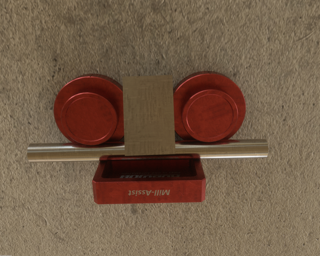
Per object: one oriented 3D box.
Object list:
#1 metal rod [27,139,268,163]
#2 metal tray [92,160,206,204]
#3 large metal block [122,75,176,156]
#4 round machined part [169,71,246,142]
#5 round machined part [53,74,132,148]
[{"bbox_3d":[-0.015,0.029,0.400,0.302,0.025,0.025,-1,110,0],"label":"metal rod"},{"bbox_3d":[-0.013,0.059,0.398,0.131,0.090,0.030,-1,110,0],"label":"metal tray"},{"bbox_3d":[-0.011,-0.011,0.349,0.050,0.080,0.080,-2,87,0],"label":"large metal block"},{"bbox_3d":[0.061,-0.021,0.394,0.099,0.042,0.097,0,110,-1],"label":"round machined part"},{"bbox_3d":[-0.086,-0.017,0.392,0.099,0.042,0.097,0,110,-1],"label":"round machined part"}]
